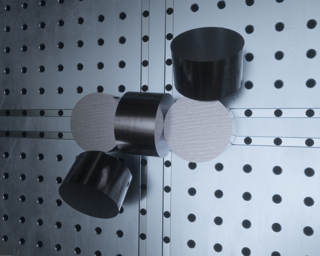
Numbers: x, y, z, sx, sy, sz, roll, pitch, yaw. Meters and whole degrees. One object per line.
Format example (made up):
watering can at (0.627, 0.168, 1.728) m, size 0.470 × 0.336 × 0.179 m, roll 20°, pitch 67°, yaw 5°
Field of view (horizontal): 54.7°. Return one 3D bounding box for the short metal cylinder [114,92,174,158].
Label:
short metal cylinder at (-0.016, -0.005, 0.388) m, size 0.050 × 0.080 × 0.079 m, roll 5°, pitch 92°, yaw 19°

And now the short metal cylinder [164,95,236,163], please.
short metal cylinder at (0.051, 0.000, 0.380) m, size 0.080 × 0.050 × 0.079 m, roll 0°, pitch 90°, yaw 19°

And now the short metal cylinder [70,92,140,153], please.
short metal cylinder at (-0.073, -0.006, 0.423) m, size 0.080 × 0.050 × 0.079 m, roll 0°, pitch 90°, yaw 19°

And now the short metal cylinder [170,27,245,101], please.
short metal cylinder at (0.054, -0.075, 0.357) m, size 0.080 × 0.080 × 0.050 m, roll 9°, pitch 135°, yaw 19°

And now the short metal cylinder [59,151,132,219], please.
short metal cylinder at (-0.083, 0.075, 0.405) m, size 0.080 × 0.050 × 0.080 m, roll 11°, pitch 137°, yaw 11°
